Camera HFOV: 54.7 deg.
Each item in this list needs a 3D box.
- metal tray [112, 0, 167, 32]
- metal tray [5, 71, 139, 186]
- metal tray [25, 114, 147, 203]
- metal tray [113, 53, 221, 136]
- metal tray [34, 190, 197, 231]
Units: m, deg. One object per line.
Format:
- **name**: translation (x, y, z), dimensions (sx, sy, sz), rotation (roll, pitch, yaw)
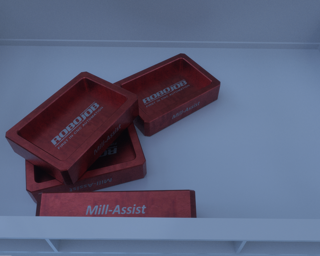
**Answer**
- **metal tray**: translation (-0.035, -0.240, 0.606), dimensions (0.091, 0.030, 0.130), rotation (6, 50, 4)
- **metal tray**: translation (-0.097, -0.006, 0.366), dimensions (0.090, 0.030, 0.131), rotation (26, 55, 20)
- **metal tray**: translation (-0.090, 0.031, 0.374), dimensions (0.131, 0.030, 0.090), rotation (-13, 51, -11)
- **metal tray**: translation (0.009, -0.052, 0.445), dimensions (0.131, 0.030, 0.090), rotation (-29, 56, -23)
- **metal tray**: translation (-0.036, 0.080, 0.292), dimensions (0.131, 0.090, 0.030), rotation (-1, 71, -1)
